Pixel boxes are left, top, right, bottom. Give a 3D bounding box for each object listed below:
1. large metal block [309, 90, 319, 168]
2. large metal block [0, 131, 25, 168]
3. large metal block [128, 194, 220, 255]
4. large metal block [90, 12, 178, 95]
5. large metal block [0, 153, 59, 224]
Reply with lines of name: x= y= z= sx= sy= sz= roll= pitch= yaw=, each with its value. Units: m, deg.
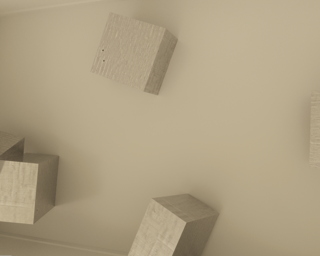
large metal block: x=0.202 y=0.002 z=0.309 sx=0.080 sy=0.050 sz=0.080 roll=2 pitch=91 yaw=49
large metal block: x=-0.248 y=0.040 z=0.427 sx=0.080 sy=0.080 sz=0.050 roll=14 pitch=112 yaw=0
large metal block: x=0.017 y=0.129 z=0.369 sx=0.050 sy=0.080 sz=0.080 roll=27 pitch=99 yaw=35
large metal block: x=-0.033 y=-0.096 z=0.409 sx=0.080 sy=0.050 sz=0.080 roll=22 pitch=97 yaw=18
large metal block: x=-0.185 y=0.082 z=0.440 sx=0.050 sy=0.080 sz=0.079 roll=6 pitch=92 yaw=0
